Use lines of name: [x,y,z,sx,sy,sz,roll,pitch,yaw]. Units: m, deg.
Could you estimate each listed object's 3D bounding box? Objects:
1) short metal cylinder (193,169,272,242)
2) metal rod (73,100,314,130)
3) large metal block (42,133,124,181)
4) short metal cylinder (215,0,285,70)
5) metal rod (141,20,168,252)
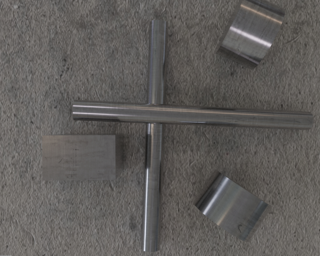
short metal cylinder: [0.089,0.094,0.383,0.080,0.080,0.050,33,90,0]
metal rod: [0.047,-0.016,0.391,0.302,0.025,0.025,2,90,-8]
large metal block: [-0.089,0.033,0.382,0.081,0.080,0.050,0,90,0]
short metal cylinder: [0.109,-0.119,0.383,0.050,0.080,0.080,25,90,0]
metal rod: [-0.007,0.010,0.409,0.025,0.025,0.298,2,90,0]
